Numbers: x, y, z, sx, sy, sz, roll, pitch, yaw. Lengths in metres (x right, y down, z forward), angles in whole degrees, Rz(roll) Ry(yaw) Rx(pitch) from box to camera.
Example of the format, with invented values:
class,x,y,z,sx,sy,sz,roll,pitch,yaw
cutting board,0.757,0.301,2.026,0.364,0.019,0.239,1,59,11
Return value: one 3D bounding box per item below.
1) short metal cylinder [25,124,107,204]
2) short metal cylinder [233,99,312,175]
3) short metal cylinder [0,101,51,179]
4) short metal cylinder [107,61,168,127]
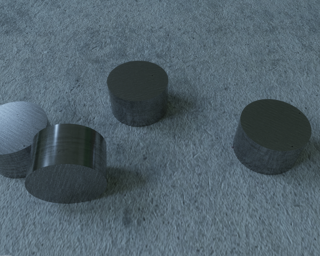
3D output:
class,x,y,z,sx,sy,sz,roll,pitch,yaw
short metal cylinder,-0.098,0.040,0.333,0.081,0.080,0.050,-5,50,-5
short metal cylinder,0.134,0.010,0.379,0.080,0.050,0.080,0,50,0
short metal cylinder,-0.171,0.014,0.374,0.080,0.050,0.080,0,50,0
short metal cylinder,-0.029,-0.048,0.427,0.080,0.050,0.080,0,50,0
